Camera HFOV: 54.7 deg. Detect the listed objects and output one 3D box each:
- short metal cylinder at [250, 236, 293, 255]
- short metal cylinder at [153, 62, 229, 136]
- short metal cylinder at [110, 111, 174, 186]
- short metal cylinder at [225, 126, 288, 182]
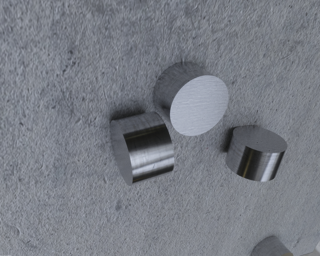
[{"bbox_3d":[0.258,0.298,0.715,0.081,0.050,0.079,-14,124,-21],"label":"short metal cylinder"},{"bbox_3d":[0.038,-0.037,0.388,0.081,0.050,0.079,-14,124,-21],"label":"short metal cylinder"},{"bbox_3d":[-0.023,0.024,0.373,0.050,0.080,0.079,-14,125,-20],"label":"short metal cylinder"},{"bbox_3d":[0.145,0.037,0.473,0.081,0.080,0.050,-5,121,-26],"label":"short metal cylinder"}]
